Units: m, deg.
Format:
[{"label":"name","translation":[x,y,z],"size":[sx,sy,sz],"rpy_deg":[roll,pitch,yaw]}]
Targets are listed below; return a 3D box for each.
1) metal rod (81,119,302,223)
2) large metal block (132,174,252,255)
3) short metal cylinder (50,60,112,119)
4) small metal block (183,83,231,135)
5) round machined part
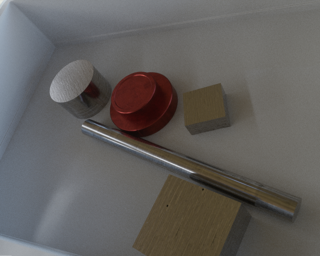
[{"label":"metal rod","translation":[0.011,0.038,0.375],"size":[0.300,0.025,0.025],"rpy_deg":[18,71,34]},{"label":"large metal block","translation":[0.033,0.103,0.308],"size":[0.080,0.050,0.080],"rpy_deg":[17,70,34]},{"label":"short metal cylinder","translation":[-0.125,-0.061,0.490],"size":[0.080,0.050,0.080],"rpy_deg":[-13,56,20]},{"label":"small metal block","translation":[0.058,-0.023,0.389],"size":[0.050,0.025,0.050],"rpy_deg":[-14,56,20]},{"label":"round machined part","translation":[-0.028,-0.039,0.432],"size":[0.098,0.042,0.098],"rpy_deg":[-13,56,20]}]
